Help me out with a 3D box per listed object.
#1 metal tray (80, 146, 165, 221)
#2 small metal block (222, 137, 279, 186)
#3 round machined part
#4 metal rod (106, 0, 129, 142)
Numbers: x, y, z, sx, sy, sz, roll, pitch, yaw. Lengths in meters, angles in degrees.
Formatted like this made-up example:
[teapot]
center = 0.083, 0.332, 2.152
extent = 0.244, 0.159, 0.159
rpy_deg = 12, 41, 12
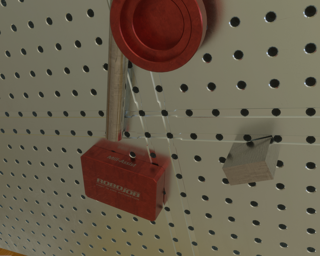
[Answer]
[metal tray]
center = -0.060, 0.088, 0.492
extent = 0.130, 0.030, 0.089
rpy_deg = 15, 125, 19
[small metal block]
center = 0.107, 0.039, 0.362
extent = 0.050, 0.050, 0.025
rpy_deg = -17, 110, 34
[round machined part]
center = 0.001, -0.112, 0.326
extent = 0.098, 0.042, 0.097
rpy_deg = 10, 123, 16
[metal rod]
center = -0.048, -0.109, 0.367
extent = 0.025, 0.025, 0.298
rpy_deg = 20, 126, 16
